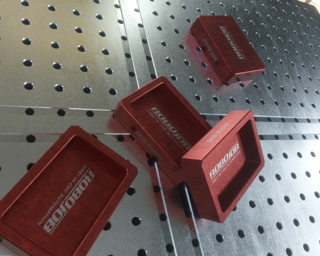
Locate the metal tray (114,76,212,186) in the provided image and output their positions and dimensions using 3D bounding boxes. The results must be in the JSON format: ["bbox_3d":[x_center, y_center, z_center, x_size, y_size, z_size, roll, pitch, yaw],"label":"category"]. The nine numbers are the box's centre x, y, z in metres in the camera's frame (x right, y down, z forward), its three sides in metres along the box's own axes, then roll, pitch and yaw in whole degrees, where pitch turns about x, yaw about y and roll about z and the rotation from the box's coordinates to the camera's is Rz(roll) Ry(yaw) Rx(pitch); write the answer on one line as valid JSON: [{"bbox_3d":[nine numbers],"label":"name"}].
[{"bbox_3d":[0.014,0.000,0.413,0.130,0.030,0.091,48,51,5],"label":"metal tray"}]

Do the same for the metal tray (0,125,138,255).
[{"bbox_3d":[-0.092,0.069,0.313,0.090,0.030,0.130,36,51,-4],"label":"metal tray"}]

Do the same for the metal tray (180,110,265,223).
[{"bbox_3d":[0.086,0.044,0.397,0.131,0.030,0.090,-38,117,-39],"label":"metal tray"}]

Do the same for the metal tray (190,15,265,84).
[{"bbox_3d":[0.123,-0.146,0.563,0.091,0.030,0.130,-15,69,-34],"label":"metal tray"}]
